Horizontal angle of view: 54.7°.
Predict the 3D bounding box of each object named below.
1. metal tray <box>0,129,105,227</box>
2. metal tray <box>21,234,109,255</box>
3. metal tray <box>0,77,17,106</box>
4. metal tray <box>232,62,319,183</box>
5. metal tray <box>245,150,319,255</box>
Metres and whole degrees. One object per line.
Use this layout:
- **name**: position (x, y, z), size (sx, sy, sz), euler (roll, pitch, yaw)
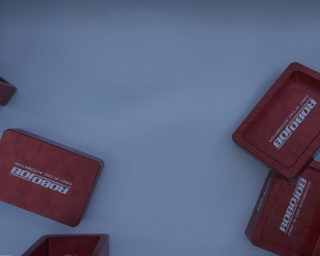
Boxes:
- **metal tray**: position (-0.151, 0.064, 0.408), size (0.131, 0.030, 0.090), euler (21, 90, 0)
- **metal tray**: position (-0.114, 0.160, 0.358), size (0.091, 0.130, 0.030), euler (-1, 90, 0)
- **metal tray**: position (-0.238, -0.066, 0.357), size (0.090, 0.130, 0.030), euler (35, 90, 0)
- **metal tray**: position (0.166, -0.009, 0.388), size (0.090, 0.030, 0.130), euler (39, 90, 31)
- **metal tray**: position (0.180, 0.104, 0.410), size (0.090, 0.030, 0.129), euler (22, 90, 0)
